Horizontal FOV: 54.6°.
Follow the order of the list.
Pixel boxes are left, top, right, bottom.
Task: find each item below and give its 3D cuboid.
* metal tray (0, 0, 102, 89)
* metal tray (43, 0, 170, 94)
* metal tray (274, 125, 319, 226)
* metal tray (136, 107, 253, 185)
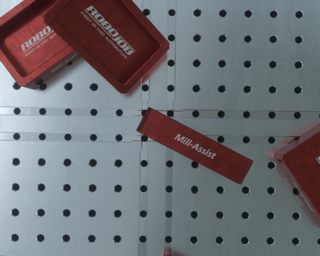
[{"bbox_3d":[-0.151,-0.124,0.409,0.130,0.030,0.090,-36,90,0],"label":"metal tray"},{"bbox_3d":[-0.063,-0.118,0.383,0.090,0.030,0.130,-47,116,0],"label":"metal tray"},{"bbox_3d":[0.228,0.066,0.412,0.090,0.030,0.130,-34,90,0],"label":"metal tray"},{"bbox_3d":[0.038,0.019,0.381,0.130,0.090,0.030,27,90,0],"label":"metal tray"}]
